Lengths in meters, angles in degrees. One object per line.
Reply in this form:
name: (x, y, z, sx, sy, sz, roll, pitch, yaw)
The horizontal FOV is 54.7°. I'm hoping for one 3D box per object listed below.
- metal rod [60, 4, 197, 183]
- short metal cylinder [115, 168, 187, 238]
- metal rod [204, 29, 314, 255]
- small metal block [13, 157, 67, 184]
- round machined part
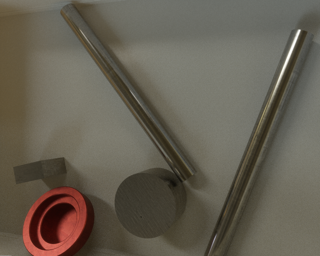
metal rod: (-0.049, -0.055, 0.426, 0.025, 0.025, 0.299, -39, 78, 15)
short metal cylinder: (-0.011, 0.094, 0.400, 0.080, 0.050, 0.079, 0, 90, 19)
metal rod: (0.113, 0.032, 0.370, 0.025, 0.025, 0.298, 22, 97, 18)
small metal block: (-0.176, 0.062, 0.458, 0.050, 0.050, 0.025, -14, 86, 19)
round machined part: (-0.136, 0.135, 0.433, 0.098, 0.042, 0.098, -10, 55, 15)
